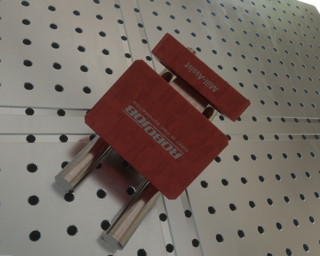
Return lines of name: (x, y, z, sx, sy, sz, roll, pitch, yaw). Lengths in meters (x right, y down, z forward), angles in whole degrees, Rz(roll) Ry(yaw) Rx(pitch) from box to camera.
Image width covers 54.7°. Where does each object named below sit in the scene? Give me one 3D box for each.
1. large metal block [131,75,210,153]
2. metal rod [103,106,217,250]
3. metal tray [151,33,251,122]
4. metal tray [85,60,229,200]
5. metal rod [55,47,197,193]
large metal block: (0.018, -0.021, 0.396, 0.050, 0.080, 0.080, 41, 51, -1)
metal rod: (0.028, 0.027, 0.409, 0.025, 0.025, 0.301, 41, 51, -1)
metal tray: (0.051, -0.064, 0.406, 0.130, 0.030, 0.090, 40, 7, -2)
metal tray: (-0.004, 0.002, 0.337, 0.130, 0.030, 0.090, 43, 94, 0)
metal rod: (-0.025, -0.032, 0.416, 0.025, 0.025, 0.301, 40, 51, -1)
